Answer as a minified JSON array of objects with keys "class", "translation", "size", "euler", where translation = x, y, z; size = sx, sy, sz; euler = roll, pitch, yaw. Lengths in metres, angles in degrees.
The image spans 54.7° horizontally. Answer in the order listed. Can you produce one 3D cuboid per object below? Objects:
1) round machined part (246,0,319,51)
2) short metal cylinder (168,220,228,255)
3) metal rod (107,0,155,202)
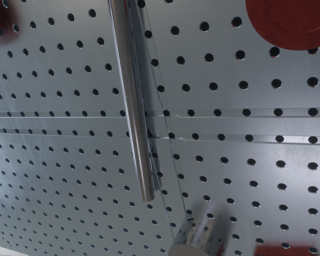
[{"class":"round machined part","translation":[0.123,-0.114,0.265],"size":[0.098,0.042,0.097],"euler":[13,124,20]},{"class":"short metal cylinder","translation":[0.059,0.191,0.482],"size":[0.080,0.050,0.079],"euler":[13,124,21]},{"class":"metal rod","translation":[-0.033,-0.022,0.415],"size":[0.025,0.025,0.298],"euler":[8,122,24]}]
